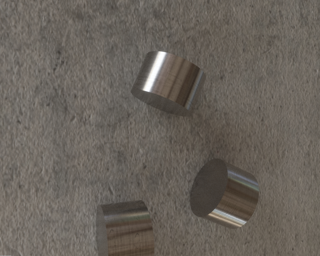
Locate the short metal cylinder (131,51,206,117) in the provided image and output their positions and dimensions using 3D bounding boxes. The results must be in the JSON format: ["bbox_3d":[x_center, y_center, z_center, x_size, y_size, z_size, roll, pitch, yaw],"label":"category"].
[{"bbox_3d":[0.011,-0.053,0.385,0.080,0.080,0.050,24,82,-19],"label":"short metal cylinder"}]

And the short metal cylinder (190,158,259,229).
[{"bbox_3d":[0.084,0.087,0.412,0.050,0.080,0.080,26,81,-19],"label":"short metal cylinder"}]

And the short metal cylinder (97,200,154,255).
[{"bbox_3d":[-0.044,0.128,0.365,0.050,0.080,0.079,-2,91,-20],"label":"short metal cylinder"}]
